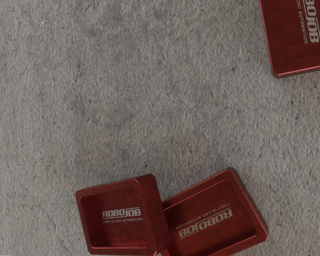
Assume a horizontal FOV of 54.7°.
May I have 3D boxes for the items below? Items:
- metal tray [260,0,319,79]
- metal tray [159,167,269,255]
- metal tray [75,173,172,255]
[{"bbox_3d":[0.164,-0.129,0.348,0.090,0.030,0.129,-10,87,19],"label":"metal tray"},{"bbox_3d":[0.054,0.117,0.386,0.130,0.030,0.090,-31,80,17],"label":"metal tray"},{"bbox_3d":[-0.052,0.115,0.401,0.130,0.030,0.090,-19,84,39],"label":"metal tray"}]
